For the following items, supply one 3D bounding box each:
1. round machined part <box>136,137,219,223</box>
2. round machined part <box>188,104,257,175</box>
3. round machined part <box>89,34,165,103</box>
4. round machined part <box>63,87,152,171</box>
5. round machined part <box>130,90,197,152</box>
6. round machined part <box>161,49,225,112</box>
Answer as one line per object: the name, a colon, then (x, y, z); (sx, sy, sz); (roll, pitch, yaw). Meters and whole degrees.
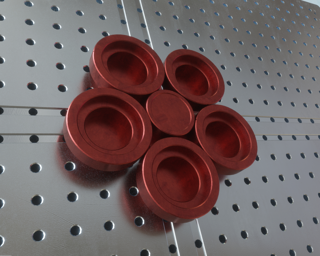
round machined part: (0.017, 0.063, 0.367); (0.099, 0.042, 0.098); (13, 56, -21)
round machined part: (0.081, 0.019, 0.428); (0.099, 0.042, 0.098); (13, 56, -21)
round machined part: (-0.047, -0.074, 0.417); (0.099, 0.042, 0.098); (13, 56, -21)
round machined part: (-0.062, 0.005, 0.360); (0.099, 0.042, 0.098); (13, 56, -21)
round machined part: (0.006, -0.011, 0.406); (0.099, 0.042, 0.098); (13, 56, -21)
round machined part: (0.043, -0.065, 0.459); (0.099, 0.042, 0.098); (13, 56, -21)
